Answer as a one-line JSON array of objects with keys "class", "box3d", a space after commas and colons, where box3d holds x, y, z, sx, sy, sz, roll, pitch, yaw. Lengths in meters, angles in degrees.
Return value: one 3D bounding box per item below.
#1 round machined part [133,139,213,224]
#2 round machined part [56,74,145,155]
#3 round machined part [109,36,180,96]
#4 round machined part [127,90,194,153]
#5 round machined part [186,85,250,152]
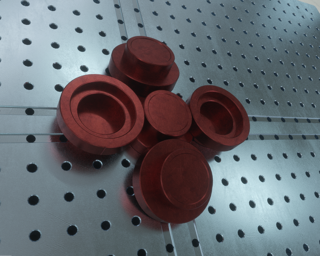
[{"class": "round machined part", "box3d": [0.022, 0.060, 0.359, 0.099, 0.042, 0.098, 8, 73, -27]}, {"class": "round machined part", "box3d": [-0.072, -0.012, 0.367, 0.099, 0.042, 0.098, 14, 56, -21]}, {"class": "round machined part", "box3d": [-0.018, -0.091, 0.430, 0.099, 0.042, 0.098, 14, 43, -13]}, {"class": "round machined part", "box3d": [0.003, -0.011, 0.405, 0.099, 0.042, 0.098, 14, 56, -21]}, {"class": "round machined part", "box3d": [0.077, -0.010, 0.446, 0.099, 0.042, 0.098, 14, 56, -21]}]
